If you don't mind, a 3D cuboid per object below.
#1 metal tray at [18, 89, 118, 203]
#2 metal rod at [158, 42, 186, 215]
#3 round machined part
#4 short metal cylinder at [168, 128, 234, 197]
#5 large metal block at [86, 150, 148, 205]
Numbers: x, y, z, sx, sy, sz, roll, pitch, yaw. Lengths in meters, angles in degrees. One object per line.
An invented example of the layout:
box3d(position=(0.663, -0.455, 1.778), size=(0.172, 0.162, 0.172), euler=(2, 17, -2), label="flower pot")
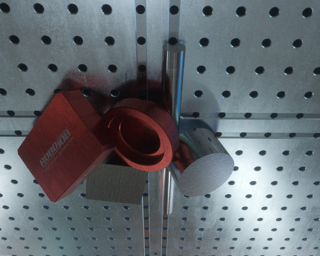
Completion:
box3d(position=(-0.122, 0.025, 0.396), size=(0.129, 0.030, 0.090), euler=(-44, 80, 30), label="metal tray")
box3d(position=(0.013, 0.025, 0.434), size=(0.025, 0.025, 0.298), euler=(1, 130, -1), label="metal rod")
box3d(position=(-0.020, 0.004, 0.387), size=(0.098, 0.042, 0.097), euler=(16, 132, 19), label="round machined part")
box3d(position=(0.052, 0.047, 0.418), size=(0.081, 0.050, 0.079), euler=(-14, 132, -15), label="short metal cylinder")
box3d(position=(-0.061, 0.063, 0.448), size=(0.081, 0.050, 0.079), euler=(8, 130, -7), label="large metal block")
